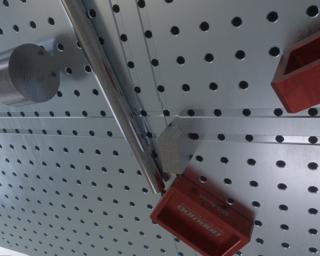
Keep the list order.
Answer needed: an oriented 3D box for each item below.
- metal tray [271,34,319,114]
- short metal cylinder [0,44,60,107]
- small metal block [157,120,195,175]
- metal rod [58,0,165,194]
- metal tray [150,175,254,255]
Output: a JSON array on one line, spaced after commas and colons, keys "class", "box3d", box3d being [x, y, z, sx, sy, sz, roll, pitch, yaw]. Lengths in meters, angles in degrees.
[{"class": "metal tray", "box3d": [0.160, -0.065, 0.244, 0.130, 0.090, 0.030, -26, 104, 37]}, {"class": "short metal cylinder", "box3d": [-0.188, -0.072, 0.430, 0.050, 0.080, 0.080, -6, 116, 31]}, {"class": "small metal block", "box3d": [0.022, 0.023, 0.398, 0.025, 0.050, 0.050, 4, 121, 26]}, {"class": "metal rod", "box3d": [-0.059, -0.037, 0.418, 0.025, 0.025, 0.299, -10, 114, 32]}, {"class": "metal tray", "box3d": [0.059, 0.139, 0.462, 0.130, 0.030, 0.089, 34, 129, 6]}]
